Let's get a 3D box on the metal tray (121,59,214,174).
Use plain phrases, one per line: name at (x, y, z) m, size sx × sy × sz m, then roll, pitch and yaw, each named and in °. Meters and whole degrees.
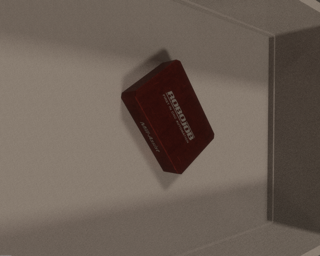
metal tray at (0.016, -0.014, 0.419) m, size 0.090 × 0.030 × 0.130 m, roll -43°, pitch 116°, yaw -32°
